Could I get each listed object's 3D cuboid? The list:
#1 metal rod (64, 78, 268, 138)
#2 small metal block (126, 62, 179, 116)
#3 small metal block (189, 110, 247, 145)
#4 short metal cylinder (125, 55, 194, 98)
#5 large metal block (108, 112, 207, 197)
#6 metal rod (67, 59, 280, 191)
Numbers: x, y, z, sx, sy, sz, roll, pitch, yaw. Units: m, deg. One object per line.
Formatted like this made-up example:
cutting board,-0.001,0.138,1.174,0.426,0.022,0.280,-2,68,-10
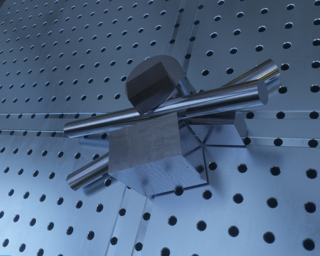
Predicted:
metal rod,-0.021,-0.015,0.379,0.300,0.025,0.025,-9,57,39
small metal block,-0.010,-0.047,0.363,0.050,0.025,0.050,-31,29,8
small metal block,0.068,-0.003,0.354,0.050,0.050,0.025,0,62,29
short metal cylinder,0.000,-0.051,0.419,0.080,0.050,0.080,-13,55,20
large metal block,-0.001,0.033,0.347,0.080,0.080,0.050,-17,55,18
metal rod,0.011,0.001,0.399,0.300,0.025,0.025,-30,52,8
